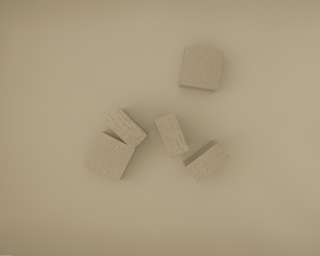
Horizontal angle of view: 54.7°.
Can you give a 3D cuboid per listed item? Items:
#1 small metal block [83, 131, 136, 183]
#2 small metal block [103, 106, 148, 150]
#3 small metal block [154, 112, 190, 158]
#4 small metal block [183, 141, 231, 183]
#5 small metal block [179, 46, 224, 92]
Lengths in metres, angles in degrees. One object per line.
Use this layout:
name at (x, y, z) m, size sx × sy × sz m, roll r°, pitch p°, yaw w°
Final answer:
small metal block at (-0.065, 0.038, 0.411) m, size 0.050 × 0.025 × 0.050 m, roll 27°, pitch 90°, yaw 0°
small metal block at (-0.042, 0.000, 0.398) m, size 0.050 × 0.050 × 0.025 m, roll 44°, pitch 90°, yaw 0°
small metal block at (0.015, 0.008, 0.399) m, size 0.025 × 0.050 × 0.050 m, roll -22°, pitch 90°, yaw 0°
small metal block at (0.059, 0.042, 0.399) m, size 0.050 × 0.050 × 0.025 m, roll -37°, pitch 90°, yaw 0°
small metal block at (0.054, -0.077, 0.412) m, size 0.050 × 0.025 × 0.050 m, roll 9°, pitch 90°, yaw 0°
